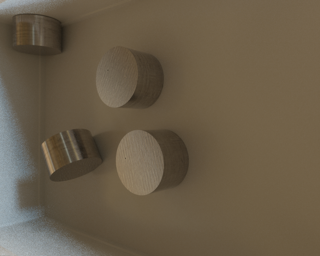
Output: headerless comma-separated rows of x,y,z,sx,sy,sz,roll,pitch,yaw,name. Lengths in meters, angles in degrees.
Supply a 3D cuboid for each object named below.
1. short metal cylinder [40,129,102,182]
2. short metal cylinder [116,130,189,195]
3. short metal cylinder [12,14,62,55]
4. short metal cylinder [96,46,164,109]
-0.138,0.043,0.482,0.080,0.081,0.050,-39,67,33,short metal cylinder
-0.010,0.042,0.397,0.080,0.050,0.079,0,90,39,short metal cylinder
-0.216,-0.162,0.546,0.080,0.081,0.050,2,91,39,short metal cylinder
-0.042,-0.066,0.423,0.080,0.050,0.079,0,90,39,short metal cylinder
